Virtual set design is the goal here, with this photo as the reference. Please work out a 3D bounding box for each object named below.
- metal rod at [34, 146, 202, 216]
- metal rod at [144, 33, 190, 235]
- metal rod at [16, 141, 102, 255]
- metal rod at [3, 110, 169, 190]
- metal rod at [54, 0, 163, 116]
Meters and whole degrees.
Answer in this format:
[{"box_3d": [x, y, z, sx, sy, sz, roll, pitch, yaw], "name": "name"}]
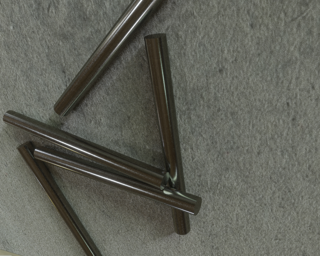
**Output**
[{"box_3d": [-0.081, 0.073, 0.472, 0.301, 0.025, 0.025, 13, 124, 28], "name": "metal rod"}, {"box_3d": [0.015, 0.028, 0.414, 0.025, 0.025, 0.298, 5, 121, 25], "name": "metal rod"}, {"box_3d": [-0.183, 0.158, 0.598, 0.025, 0.025, 0.299, -12, 112, 33], "name": "metal rod"}, {"box_3d": [-0.125, 0.026, 0.470, 0.301, 0.025, 0.025, 19, 126, 22], "name": "metal rod"}, {"box_3d": [-0.056, -0.101, 0.371, 0.025, 0.025, 0.299, 47, 129, -5], "name": "metal rod"}]
